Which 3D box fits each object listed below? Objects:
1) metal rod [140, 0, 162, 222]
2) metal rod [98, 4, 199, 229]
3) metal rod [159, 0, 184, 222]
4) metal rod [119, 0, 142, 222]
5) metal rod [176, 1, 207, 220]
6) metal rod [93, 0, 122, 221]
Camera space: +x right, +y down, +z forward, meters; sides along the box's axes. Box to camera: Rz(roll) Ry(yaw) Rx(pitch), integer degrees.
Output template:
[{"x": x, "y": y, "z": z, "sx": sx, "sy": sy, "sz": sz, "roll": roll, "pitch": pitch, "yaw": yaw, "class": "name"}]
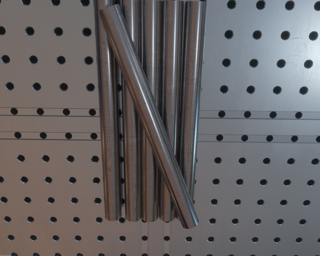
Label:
[{"x": -0.013, "y": -0.008, "z": 0.409, "sx": 0.025, "sy": 0.025, "sz": 0.298, "roll": 1, "pitch": 110, "yaw": 0, "class": "metal rod"}, {"x": -0.007, "y": 0.001, "z": 0.387, "sx": 0.025, "sy": 0.025, "sz": 0.299, "roll": -18, "pitch": 109, "yaw": 6, "class": "metal rod"}, {"x": 0.013, "y": -0.008, "z": 0.411, "sx": 0.025, "sy": 0.025, "sz": 0.298, "roll": 1, "pitch": 110, "yaw": 0, "class": "metal rod"}, {"x": -0.037, "y": -0.008, "z": 0.409, "sx": 0.025, "sy": 0.025, "sz": 0.298, "roll": 1, "pitch": 110, "yaw": 0, "class": "metal rod"}, {"x": 0.039, "y": -0.007, "z": 0.411, "sx": 0.025, "sy": 0.025, "sz": 0.298, "roll": 1, "pitch": 110, "yaw": -1, "class": "metal rod"}, {"x": -0.067, "y": -0.010, "z": 0.408, "sx": 0.025, "sy": 0.025, "sz": 0.298, "roll": 1, "pitch": 110, "yaw": 0, "class": "metal rod"}]
